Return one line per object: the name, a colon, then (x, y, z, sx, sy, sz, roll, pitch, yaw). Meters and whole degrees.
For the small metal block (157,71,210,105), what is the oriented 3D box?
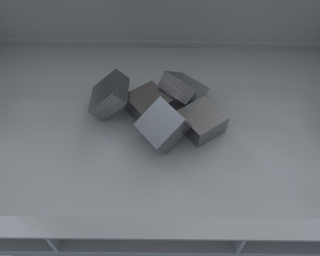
small metal block: (0.034, -0.057, 0.436, 0.050, 0.025, 0.050, 36, 24, 25)

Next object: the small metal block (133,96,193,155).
small metal block: (0.003, -0.004, 0.391, 0.050, 0.025, 0.050, -47, 59, 4)

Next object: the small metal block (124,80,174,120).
small metal block: (-0.016, -0.034, 0.431, 0.050, 0.025, 0.050, -31, 57, -24)

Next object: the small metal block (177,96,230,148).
small metal block: (0.055, -0.009, 0.411, 0.050, 0.025, 0.050, -29, 56, -23)

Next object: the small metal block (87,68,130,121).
small metal block: (-0.069, -0.045, 0.422, 0.050, 0.025, 0.050, -31, 40, 32)
